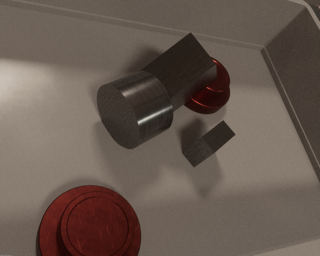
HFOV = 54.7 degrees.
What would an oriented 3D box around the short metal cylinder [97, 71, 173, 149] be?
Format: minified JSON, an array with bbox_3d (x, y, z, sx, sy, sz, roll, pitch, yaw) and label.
[{"bbox_3d":[-0.030,-0.022,0.366,0.050,0.080,0.080,-29,78,-34],"label":"short metal cylinder"}]

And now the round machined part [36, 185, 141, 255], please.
[{"bbox_3d":[-0.064,0.100,0.296,0.099,0.042,0.098,14,52,-19],"label":"round machined part"}]

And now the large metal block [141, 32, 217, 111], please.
[{"bbox_3d":[0.026,-0.067,0.406,0.080,0.080,0.050,-36,80,6],"label":"large metal block"}]

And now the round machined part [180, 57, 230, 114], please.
[{"bbox_3d":[0.068,-0.073,0.478,0.099,0.042,0.098,14,56,-21],"label":"round machined part"}]

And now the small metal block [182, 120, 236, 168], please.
[{"bbox_3d":[0.065,0.021,0.413,0.050,0.050,0.025,-33,81,-38],"label":"small metal block"}]
